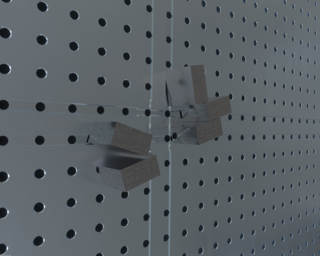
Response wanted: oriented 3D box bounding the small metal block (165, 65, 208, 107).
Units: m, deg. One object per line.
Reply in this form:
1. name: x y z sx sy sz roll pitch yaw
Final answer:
1. small metal block: 0.035 -0.057 0.421 0.025 0.050 0.050 -14 99 -39

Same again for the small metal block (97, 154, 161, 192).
1. small metal block: -0.037 0.049 0.361 0.050 0.050 0.025 -20 103 -38

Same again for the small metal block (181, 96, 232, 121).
1. small metal block: 0.066 -0.028 0.447 0.050 0.050 0.025 -20 103 -38

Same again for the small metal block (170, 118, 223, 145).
1. small metal block: 0.051 0.004 0.435 0.050 0.050 0.025 -18 102 -38

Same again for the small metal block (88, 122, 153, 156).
1. small metal block: -0.045 0.013 0.354 0.050 0.050 0.025 22 76 -38
